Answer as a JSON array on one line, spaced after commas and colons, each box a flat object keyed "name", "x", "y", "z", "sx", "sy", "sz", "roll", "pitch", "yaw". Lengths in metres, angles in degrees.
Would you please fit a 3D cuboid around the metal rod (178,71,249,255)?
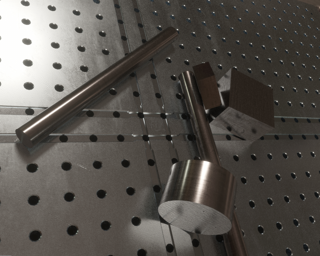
[{"name": "metal rod", "x": 0.070, "y": 0.051, "z": 0.416, "sx": 0.025, "sy": 0.025, "sz": 0.299, "roll": 2, "pitch": 61, "yaw": -28}]

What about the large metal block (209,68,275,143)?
[{"name": "large metal block", "x": 0.129, "y": -0.035, "z": 0.485, "sx": 0.080, "sy": 0.050, "sz": 0.080, "roll": 23, "pitch": 53, "yaw": -15}]

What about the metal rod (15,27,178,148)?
[{"name": "metal rod", "x": -0.062, "y": -0.073, "z": 0.420, "sx": 0.025, "sy": 0.025, "sz": 0.301, "roll": 43, "pitch": 51, "yaw": 1}]

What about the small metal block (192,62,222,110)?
[{"name": "small metal block", "x": 0.070, "y": -0.063, "z": 0.458, "sx": 0.025, "sy": 0.050, "sz": 0.050, "roll": -16, "pitch": 33, "yaw": 8}]

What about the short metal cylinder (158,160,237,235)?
[{"name": "short metal cylinder", "x": 0.043, "y": 0.079, "z": 0.349, "sx": 0.080, "sy": 0.080, "sz": 0.050, "roll": 28, "pitch": 52, "yaw": -11}]
